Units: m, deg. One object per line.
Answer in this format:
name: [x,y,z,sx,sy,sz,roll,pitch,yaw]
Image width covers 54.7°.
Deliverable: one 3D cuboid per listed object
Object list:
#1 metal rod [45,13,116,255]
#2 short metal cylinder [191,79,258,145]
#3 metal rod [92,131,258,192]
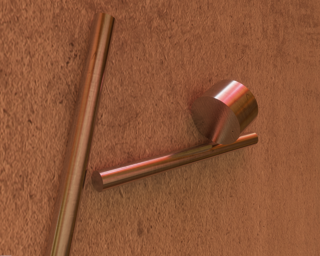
metal rod: [-0.086,0.021,0.332,0.025,0.025,0.299,16,80,-39]
short metal cylinder: [0.092,-0.023,0.446,0.050,0.080,0.080,-40,115,-33]
metal rod: [0.045,0.039,0.442,0.302,0.025,0.025,-10,97,-40]
